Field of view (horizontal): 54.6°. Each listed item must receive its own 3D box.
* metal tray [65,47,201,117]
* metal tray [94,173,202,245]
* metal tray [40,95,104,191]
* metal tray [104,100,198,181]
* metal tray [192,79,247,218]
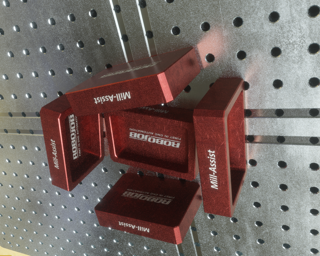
[{"bbox_3d":[-0.030,-0.052,0.353,0.130,0.090,0.030,-6,115,31],"label":"metal tray"},{"bbox_3d":[-0.015,0.110,0.446,0.130,0.090,0.030,4,120,26],"label":"metal tray"},{"bbox_3d":[-0.119,0.013,0.441,0.030,0.090,0.129,17,125,19],"label":"metal tray"},{"bbox_3d":[-0.009,0.015,0.421,0.130,0.030,0.089,11,123,22],"label":"metal tray"},{"bbox_3d":[0.071,0.021,0.344,0.030,0.090,0.129,4,120,26],"label":"metal tray"}]
